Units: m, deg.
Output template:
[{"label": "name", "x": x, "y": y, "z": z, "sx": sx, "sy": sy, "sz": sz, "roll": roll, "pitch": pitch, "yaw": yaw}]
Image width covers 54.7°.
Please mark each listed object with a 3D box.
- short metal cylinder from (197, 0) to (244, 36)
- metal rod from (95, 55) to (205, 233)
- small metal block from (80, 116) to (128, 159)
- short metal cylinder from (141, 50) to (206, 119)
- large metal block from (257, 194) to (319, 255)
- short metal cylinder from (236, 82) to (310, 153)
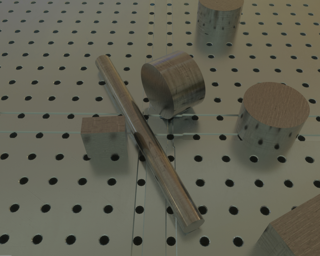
[{"label": "short metal cylinder", "x": 0.109, "y": -0.214, "z": 0.572, "sx": 0.080, "sy": 0.050, "sz": 0.080, "roll": 0, "pitch": 50, "yaw": 0}, {"label": "metal rod", "x": -0.028, "y": -0.002, "z": 0.408, "sx": 0.025, "sy": 0.025, "sz": 0.300, "roll": -20, "pitch": 53, "yaw": -16}, {"label": "small metal block", "x": -0.066, "y": 0.012, "z": 0.381, "sx": 0.050, "sy": 0.050, "sz": 0.025, "roll": -3, "pitch": 50, "yaw": -3}, {"label": "short metal cylinder", "x": 0.017, "y": -0.059, "z": 0.421, "sx": 0.050, "sy": 0.080, "sz": 0.080, "roll": -27, "pitch": 55, "yaw": -21}, {"label": "large metal block", "x": 0.156, "y": 0.116, "z": 0.295, "sx": 0.081, "sy": 0.050, "sz": 0.080, "roll": -22, "pitch": 54, "yaw": -18}, {"label": "short metal cylinder", "x": 0.145, "y": -0.015, "z": 0.404, "sx": 0.080, "sy": 0.050, "sz": 0.080, "roll": 0, "pitch": 50, "yaw": 0}]
